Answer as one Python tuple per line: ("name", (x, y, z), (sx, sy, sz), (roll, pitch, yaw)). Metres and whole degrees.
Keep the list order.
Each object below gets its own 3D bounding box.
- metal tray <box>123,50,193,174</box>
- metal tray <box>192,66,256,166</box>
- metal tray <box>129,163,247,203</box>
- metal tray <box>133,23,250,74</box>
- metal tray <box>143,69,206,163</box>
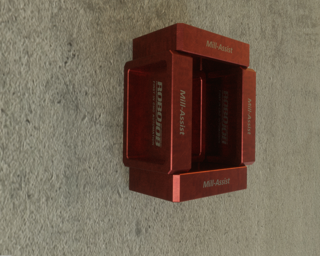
("metal tray", (-0.005, -0.017, 0.360), (0.030, 0.090, 0.129), (1, 89, -40))
("metal tray", (0.088, -0.015, 0.439), (0.030, 0.090, 0.129), (1, 89, -40))
("metal tray", (0.038, 0.064, 0.397), (0.131, 0.090, 0.030), (1, 90, -40))
("metal tray", (0.042, -0.096, 0.400), (0.131, 0.090, 0.030), (1, 90, -40))
("metal tray", (0.021, -0.017, 0.423), (0.091, 0.030, 0.129), (1, 89, -40))
